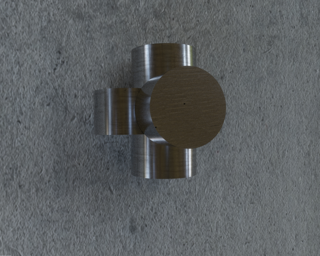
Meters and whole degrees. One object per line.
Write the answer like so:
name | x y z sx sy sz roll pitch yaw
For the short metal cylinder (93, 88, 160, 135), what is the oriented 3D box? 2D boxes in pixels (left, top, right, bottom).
short metal cylinder | -0.038 -0.018 0.368 0.081 0.080 0.050 -1 91 -20

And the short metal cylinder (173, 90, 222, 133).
short metal cylinder | 0.039 -0.019 0.396 0.081 0.080 0.050 0 91 -20

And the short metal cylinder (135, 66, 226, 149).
short metal cylinder | 0.020 -0.020 0.320 0.081 0.050 0.079 0 90 -21

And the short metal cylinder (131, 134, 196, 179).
short metal cylinder | 0.005 0.031 0.384 0.081 0.080 0.050 0 90 -20

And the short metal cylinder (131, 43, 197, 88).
short metal cylinder | 0.005 -0.070 0.384 0.081 0.080 0.050 -2 91 -20
